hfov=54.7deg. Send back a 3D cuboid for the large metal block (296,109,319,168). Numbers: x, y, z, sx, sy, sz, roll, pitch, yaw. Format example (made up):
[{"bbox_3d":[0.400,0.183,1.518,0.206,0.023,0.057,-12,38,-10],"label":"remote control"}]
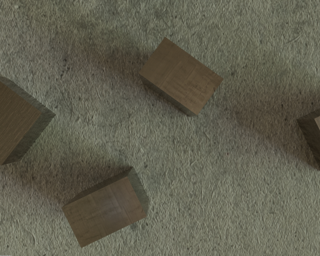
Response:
[{"bbox_3d":[0.240,0.007,0.399,0.080,0.050,0.080,-26,90,0],"label":"large metal block"}]

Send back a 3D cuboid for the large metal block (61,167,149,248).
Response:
[{"bbox_3d":[-0.062,0.093,0.382,0.080,0.080,0.050,-26,90,0],"label":"large metal block"}]

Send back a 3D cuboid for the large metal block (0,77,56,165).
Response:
[{"bbox_3d":[-0.198,-0.011,0.396,0.080,0.050,0.080,38,90,0],"label":"large metal block"}]

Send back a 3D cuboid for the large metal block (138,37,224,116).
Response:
[{"bbox_3d":[0.023,-0.058,0.382,0.080,0.080,0.050,36,90,0],"label":"large metal block"}]
